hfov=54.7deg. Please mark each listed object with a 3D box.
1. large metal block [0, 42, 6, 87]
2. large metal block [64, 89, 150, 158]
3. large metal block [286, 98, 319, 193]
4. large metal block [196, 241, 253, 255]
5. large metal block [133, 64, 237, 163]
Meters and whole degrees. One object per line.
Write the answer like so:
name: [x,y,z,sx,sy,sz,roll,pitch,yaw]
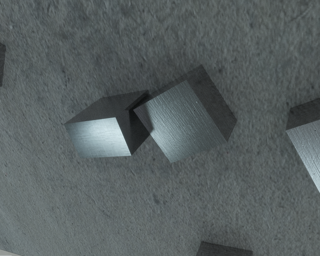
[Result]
large metal block: [-0.291,-0.106,0.475,0.080,0.050,0.079,34,129,5]
large metal block: [-0.058,-0.006,0.397,0.080,0.080,0.050,-6,116,30]
large metal block: [0.182,0.010,0.301,0.080,0.050,0.080,-24,106,36]
large metal block: [0.101,0.230,0.479,0.080,0.050,0.079,1,119,27]
large metal block: [0.030,-0.015,0.364,0.080,0.050,0.080,-26,105,36]
